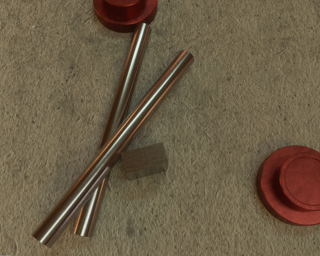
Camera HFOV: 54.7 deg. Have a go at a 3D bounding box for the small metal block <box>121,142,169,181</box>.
[{"bbox_3d":[-0.018,0.042,0.379,0.050,0.050,0.025,-14,71,-5],"label":"small metal block"}]

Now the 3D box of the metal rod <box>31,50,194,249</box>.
[{"bbox_3d":[-0.042,0.008,0.384,0.025,0.025,0.301,31,65,11],"label":"metal rod"}]

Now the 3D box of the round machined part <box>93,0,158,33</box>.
[{"bbox_3d":[-0.053,-0.198,0.471,0.099,0.042,0.098,0,70,0],"label":"round machined part"}]

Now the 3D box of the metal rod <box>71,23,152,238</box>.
[{"bbox_3d":[-0.058,-0.012,0.411,0.025,0.025,0.299,12,70,4],"label":"metal rod"}]

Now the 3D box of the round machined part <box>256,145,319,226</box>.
[{"bbox_3d":[0.172,0.068,0.376,0.099,0.042,0.098,0,70,0],"label":"round machined part"}]
